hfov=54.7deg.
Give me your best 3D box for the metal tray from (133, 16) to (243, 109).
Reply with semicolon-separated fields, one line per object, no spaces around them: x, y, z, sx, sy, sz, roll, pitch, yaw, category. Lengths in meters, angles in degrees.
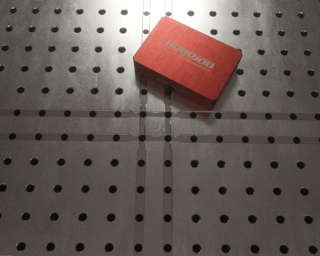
0.039;-0.095;0.444;0.130;0.030;0.090;29;72;9;metal tray
